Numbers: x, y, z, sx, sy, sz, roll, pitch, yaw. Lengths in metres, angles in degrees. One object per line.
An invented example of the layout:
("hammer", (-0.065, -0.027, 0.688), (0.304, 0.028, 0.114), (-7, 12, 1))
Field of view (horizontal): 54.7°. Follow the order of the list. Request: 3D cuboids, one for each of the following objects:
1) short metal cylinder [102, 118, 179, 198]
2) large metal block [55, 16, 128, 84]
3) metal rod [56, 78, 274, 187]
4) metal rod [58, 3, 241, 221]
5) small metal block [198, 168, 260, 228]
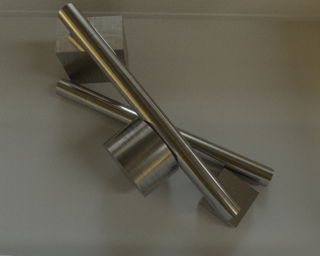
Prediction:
("short metal cylinder", (-0.023, 0.034, 0.365), (0.050, 0.080, 0.080), (-38, 75, -13))
("large metal block", (-0.086, -0.102, 0.416), (0.081, 0.080, 0.050), (-3, 70, -2))
("metal rod", (0.000, 0.003, 0.407), (0.301, 0.025, 0.025), (24, 72, 8))
("metal rod", (-0.014, -0.020, 0.354), (0.025, 0.025, 0.300), (-39, 87, -13))
("small metal block", (0.083, 0.085, 0.378), (0.050, 0.025, 0.050), (36, 74, 12))
